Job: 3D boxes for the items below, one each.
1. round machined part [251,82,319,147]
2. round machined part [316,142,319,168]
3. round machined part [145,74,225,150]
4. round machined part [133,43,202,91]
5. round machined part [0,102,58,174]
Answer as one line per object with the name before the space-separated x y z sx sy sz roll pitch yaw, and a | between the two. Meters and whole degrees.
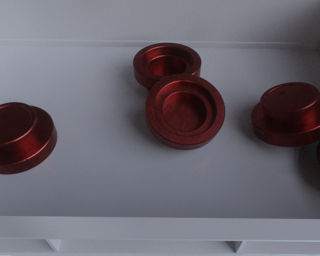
round machined part | 0.165 -0.023 0.392 0.098 0.042 0.098 -16 32 11
round machined part | 0.234 0.036 0.348 0.098 0.042 0.098 -23 41 22
round machined part | 0.030 -0.017 0.397 0.099 0.042 0.098 2 67 -4
round machined part | 0.011 -0.083 0.461 0.099 0.042 0.098 0 46 1
round machined part | -0.184 0.006 0.387 0.099 0.042 0.098 0 50 0
